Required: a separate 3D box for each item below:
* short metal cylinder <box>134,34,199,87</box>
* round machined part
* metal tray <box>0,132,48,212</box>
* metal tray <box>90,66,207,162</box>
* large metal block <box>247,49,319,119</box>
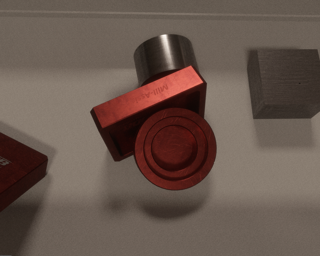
[{"bbox_3d":[0.009,-0.078,0.409,0.081,0.080,0.050,-10,71,-4],"label":"short metal cylinder"},{"bbox_3d":[0.016,0.025,0.381,0.099,0.042,0.097,0,88,-9],"label":"round machined part"},{"bbox_3d":[-0.213,0.038,0.361,0.130,0.030,0.090,25,28,8],"label":"metal tray"},{"bbox_3d":[-0.009,-0.014,0.378,0.131,0.090,0.030,-25,61,-9],"label":"metal tray"},{"bbox_3d":[0.169,-0.058,0.420,0.081,0.050,0.080,-1,70,-1],"label":"large metal block"}]
